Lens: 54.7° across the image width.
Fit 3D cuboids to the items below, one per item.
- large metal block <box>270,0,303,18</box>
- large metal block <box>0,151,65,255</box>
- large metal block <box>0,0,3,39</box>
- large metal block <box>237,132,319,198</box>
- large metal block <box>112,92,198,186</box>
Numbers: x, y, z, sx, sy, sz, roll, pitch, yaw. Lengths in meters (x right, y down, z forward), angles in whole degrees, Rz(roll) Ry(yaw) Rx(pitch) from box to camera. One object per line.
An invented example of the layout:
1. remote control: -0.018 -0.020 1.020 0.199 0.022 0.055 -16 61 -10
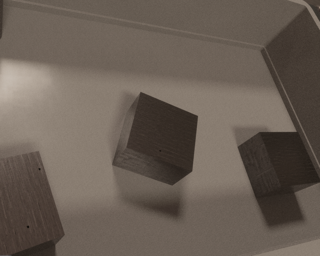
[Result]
1. large metal block: 0.319 -0.331 0.751 0.050 0.080 0.080 33 51 -8
2. large metal block: -0.139 0.074 0.270 0.081 0.050 0.080 -12 68 -33
3. large metal block: -0.208 -0.107 0.324 0.050 0.080 0.080 21 54 -17
4. large metal block: 0.172 0.052 0.453 0.081 0.050 0.080 0 62 -28
5. large metal block: -0.004 0.014 0.380 0.080 0.050 0.080 22 54 -16
